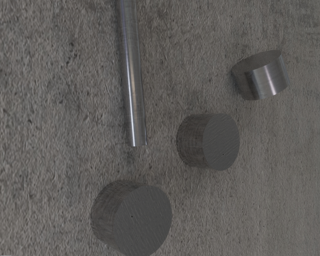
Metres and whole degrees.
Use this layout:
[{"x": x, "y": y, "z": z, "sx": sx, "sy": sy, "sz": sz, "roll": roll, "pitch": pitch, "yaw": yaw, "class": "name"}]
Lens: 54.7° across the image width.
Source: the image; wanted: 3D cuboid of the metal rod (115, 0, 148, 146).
[{"x": -0.039, "y": -0.127, "z": 0.371, "sx": 0.025, "sy": 0.025, "sz": 0.298, "roll": -8, "pitch": 95, "yaw": -40, "class": "metal rod"}]

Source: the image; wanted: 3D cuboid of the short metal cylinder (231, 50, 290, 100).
[{"x": 0.164, "y": -0.087, "z": 0.506, "sx": 0.080, "sy": 0.080, "sz": 0.050, "roll": -40, "pitch": 115, "yaw": -33, "class": "short metal cylinder"}]

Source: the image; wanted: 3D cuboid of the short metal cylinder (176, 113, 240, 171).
[{"x": 0.070, "y": 0.019, "z": 0.447, "sx": 0.081, "sy": 0.050, "sz": 0.079, "roll": 0, "pitch": 90, "yaw": -40, "class": "short metal cylinder"}]

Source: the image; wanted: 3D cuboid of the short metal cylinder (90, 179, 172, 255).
[{"x": -0.033, "y": 0.103, "z": 0.361, "sx": 0.081, "sy": 0.050, "sz": 0.079, "roll": 0, "pitch": 90, "yaw": -40, "class": "short metal cylinder"}]
